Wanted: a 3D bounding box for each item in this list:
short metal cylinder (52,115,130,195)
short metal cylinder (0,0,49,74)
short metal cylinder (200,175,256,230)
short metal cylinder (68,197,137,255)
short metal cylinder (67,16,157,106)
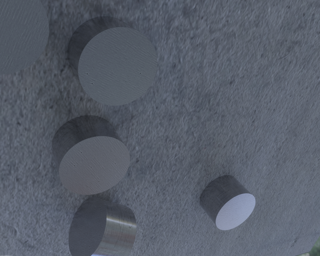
[{"bbox_3d":[-0.082,0.032,0.366,0.081,0.050,0.079,-14,125,-21],"label":"short metal cylinder"},{"bbox_3d":[-0.139,-0.091,0.259,0.081,0.050,0.079,-14,125,-21],"label":"short metal cylinder"},{"bbox_3d":[0.117,0.129,0.537,0.081,0.050,0.079,-14,125,-21],"label":"short metal cylinder"},{"bbox_3d":[-0.078,0.138,0.416,0.050,0.080,0.080,30,101,-38],"label":"short metal cylinder"},{"bbox_3d":[-0.050,-0.070,0.321,0.081,0.050,0.079,-14,125,-21],"label":"short metal cylinder"}]
